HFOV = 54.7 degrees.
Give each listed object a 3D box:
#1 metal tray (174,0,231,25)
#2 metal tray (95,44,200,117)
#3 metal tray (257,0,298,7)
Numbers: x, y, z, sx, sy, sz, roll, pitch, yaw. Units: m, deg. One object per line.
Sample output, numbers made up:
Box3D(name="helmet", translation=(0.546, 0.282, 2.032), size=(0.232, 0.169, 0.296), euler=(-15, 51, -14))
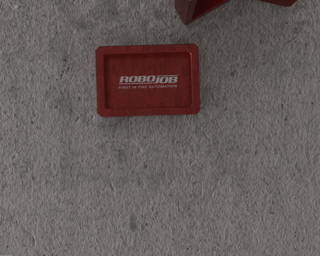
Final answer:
Box3D(name="metal tray", translation=(0.083, -0.183, 0.377), size=(0.130, 0.090, 0.030), euler=(-30, 90, 0))
Box3D(name="metal tray", translation=(-0.015, -0.061, 0.407), size=(0.131, 0.030, 0.089), euler=(-2, 90, 0))
Box3D(name="metal tray", translation=(0.114, -0.189, 0.363), size=(0.131, 0.090, 0.030), euler=(12, 86, -4))
